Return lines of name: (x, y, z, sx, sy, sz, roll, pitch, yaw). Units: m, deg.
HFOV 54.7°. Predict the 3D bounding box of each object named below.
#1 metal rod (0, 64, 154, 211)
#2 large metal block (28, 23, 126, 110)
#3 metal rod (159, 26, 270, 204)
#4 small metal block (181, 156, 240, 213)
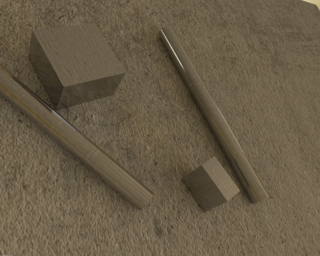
metal rod: (-0.129, -0.014, 0.343, 0.300, 0.025, 0.025, 40, 51, -1)
large metal block: (-0.103, -0.077, 0.380, 0.081, 0.050, 0.080, -22, 74, -36)
metal rod: (0.073, -0.030, 0.463, 0.025, 0.025, 0.299, -15, 70, -34)
small metal block: (0.060, 0.070, 0.380, 0.025, 0.050, 0.050, -27, 77, -37)
